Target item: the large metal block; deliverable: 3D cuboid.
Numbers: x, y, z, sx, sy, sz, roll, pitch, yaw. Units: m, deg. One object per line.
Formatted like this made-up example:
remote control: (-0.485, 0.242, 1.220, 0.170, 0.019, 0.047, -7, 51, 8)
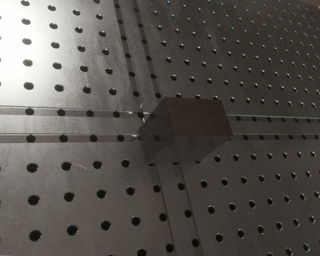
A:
large metal block: (0.029, 0.006, 0.387, 0.081, 0.080, 0.050, 1, 62, -28)
